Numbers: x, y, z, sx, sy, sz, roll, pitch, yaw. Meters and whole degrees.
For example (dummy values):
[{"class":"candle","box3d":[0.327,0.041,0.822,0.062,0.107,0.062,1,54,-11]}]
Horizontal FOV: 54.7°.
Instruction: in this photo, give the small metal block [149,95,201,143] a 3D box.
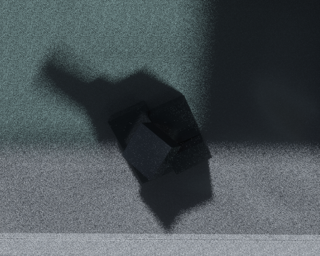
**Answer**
[{"class":"small metal block","box3d":[0.020,-0.008,0.407,0.050,0.025,0.050,-24,109,8]}]

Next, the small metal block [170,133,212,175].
[{"class":"small metal block","box3d":[0.036,0.029,0.407,0.050,0.050,0.025,-27,108,8]}]

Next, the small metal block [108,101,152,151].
[{"class":"small metal block","box3d":[-0.033,-0.001,0.409,0.050,0.025,0.050,-24,109,8]}]

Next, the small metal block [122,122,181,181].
[{"class":"small metal block","box3d":[-0.011,0.028,0.380,0.050,0.025,0.050,39,108,22]}]

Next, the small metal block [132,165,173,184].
[{"class":"small metal block","box3d":[-0.012,0.041,0.425,0.050,0.025,0.050,-24,109,8]}]
